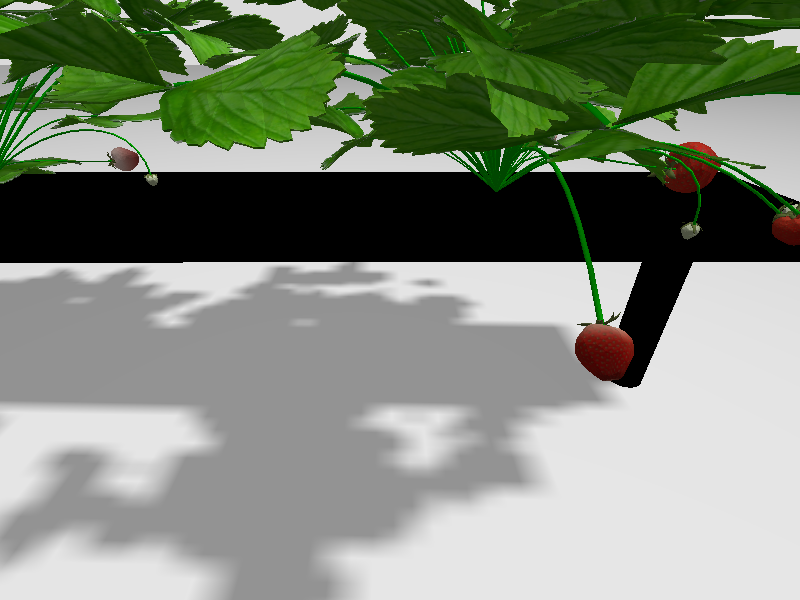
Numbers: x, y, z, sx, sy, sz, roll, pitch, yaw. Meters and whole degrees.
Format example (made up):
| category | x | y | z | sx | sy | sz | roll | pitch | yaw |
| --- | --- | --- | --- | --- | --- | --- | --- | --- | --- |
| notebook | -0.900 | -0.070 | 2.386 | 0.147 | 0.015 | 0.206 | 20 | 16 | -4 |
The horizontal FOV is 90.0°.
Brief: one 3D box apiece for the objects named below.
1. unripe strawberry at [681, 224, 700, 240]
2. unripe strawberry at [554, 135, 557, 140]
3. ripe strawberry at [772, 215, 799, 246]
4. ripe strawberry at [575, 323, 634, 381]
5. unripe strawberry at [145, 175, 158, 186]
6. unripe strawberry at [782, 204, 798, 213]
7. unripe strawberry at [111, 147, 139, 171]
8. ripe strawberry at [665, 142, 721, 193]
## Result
| category | x | y | z | sx | sy | sz | roll | pitch | yaw |
| --- | --- | --- | --- | --- | --- | --- | --- | --- | --- |
| unripe strawberry | 0.184 | -0.043 | 0.254 | 0.011 | 0.010 | 0.010 | -25 | 40 | -34 |
| unripe strawberry | 0.186 | -0.208 | 0.509 | 0.027 | 0.024 | 0.025 | 16 | 25 | 23 |
| ripe strawberry | 0.248 | -0.044 | 0.251 | 0.021 | 0.020 | 0.019 | -8 | 21 | 42 |
| ripe strawberry | 0.077 | 0.020 | 0.150 | 0.021 | 0.021 | 0.018 | 1 | -23 | 2 |
| unripe strawberry | -0.219 | -0.106 | 0.354 | 0.010 | 0.010 | 0.009 | -1 | 32 | -2 |
| unripe strawberry | 0.267 | -0.054 | 0.269 | 0.020 | 0.019 | 0.018 | 20 | 37 | 20 |
| unripe strawberry | -0.282 | -0.145 | 0.412 | 0.024 | 0.023 | 0.022 | -25 | 40 | -35 |
| ripe strawberry | 0.256 | -0.116 | 0.349 | 0.043 | 0.042 | 0.040 | -1 | 32 | -2 |
